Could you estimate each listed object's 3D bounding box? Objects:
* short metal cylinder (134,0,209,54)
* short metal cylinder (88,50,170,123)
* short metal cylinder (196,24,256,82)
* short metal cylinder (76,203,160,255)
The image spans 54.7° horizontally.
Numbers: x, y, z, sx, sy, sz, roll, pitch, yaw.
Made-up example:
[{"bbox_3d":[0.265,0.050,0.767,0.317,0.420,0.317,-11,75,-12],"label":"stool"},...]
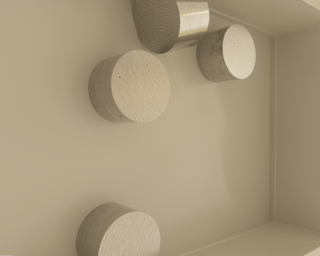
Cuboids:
[{"bbox_3d":[0.013,-0.136,0.381,0.050,0.080,0.080,-24,105,-38],"label":"short metal cylinder"},{"bbox_3d":[-0.035,-0.046,0.361,0.081,0.050,0.080,0,90,-40],"label":"short metal cylinder"},{"bbox_3d":[0.102,-0.112,0.475,0.081,0.050,0.080,0,90,-40],"label":"short metal cylinder"},{"bbox_3d":[-0.047,0.130,0.351,0.081,0.050,0.080,0,90,-40],"label":"short metal cylinder"}]
